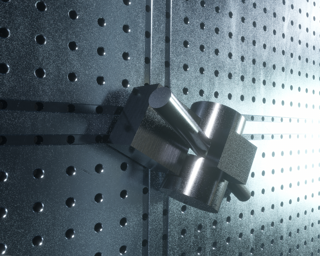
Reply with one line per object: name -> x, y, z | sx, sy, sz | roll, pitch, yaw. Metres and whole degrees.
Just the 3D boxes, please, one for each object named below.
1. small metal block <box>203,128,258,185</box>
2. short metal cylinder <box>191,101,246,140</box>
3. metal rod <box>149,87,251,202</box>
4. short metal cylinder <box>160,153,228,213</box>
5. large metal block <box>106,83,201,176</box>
small metal block -> 0.085, 0.035, 0.374 | 0.050, 0.025, 0.050 | 32, 70, -26
short metal cylinder -> 0.073, 0.004, 0.431 | 0.080, 0.080, 0.050 | 34, 69, -35
metal rod -> 0.071, 0.041, 0.413 | 0.300, 0.025, 0.025 | 45, 62, -48
short metal cylinder -> 0.046, 0.073, 0.408 | 0.080, 0.080, 0.050 | 37, 67, -34
large metal block -> -0.005, 0.003, 0.381 | 0.080, 0.050, 0.080 | 36, 68, -34
